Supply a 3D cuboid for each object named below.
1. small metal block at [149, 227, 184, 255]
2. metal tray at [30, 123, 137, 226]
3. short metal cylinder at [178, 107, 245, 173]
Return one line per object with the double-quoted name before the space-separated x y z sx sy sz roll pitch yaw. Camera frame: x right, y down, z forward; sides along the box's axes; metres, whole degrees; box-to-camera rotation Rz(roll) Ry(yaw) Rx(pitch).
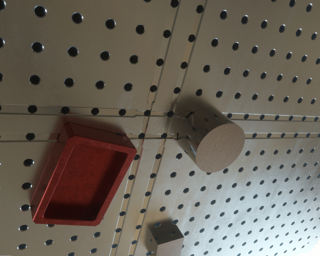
"small metal block" 0.011 0.207 0.545 0.050 0.025 0.050 -7 122 -25
"metal tray" -0.097 0.064 0.394 0.091 0.030 0.129 16 110 -35
"short metal cylinder" 0.074 0.017 0.446 0.081 0.050 0.079 -14 124 -21
